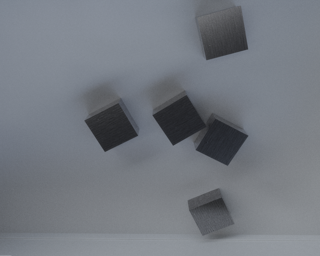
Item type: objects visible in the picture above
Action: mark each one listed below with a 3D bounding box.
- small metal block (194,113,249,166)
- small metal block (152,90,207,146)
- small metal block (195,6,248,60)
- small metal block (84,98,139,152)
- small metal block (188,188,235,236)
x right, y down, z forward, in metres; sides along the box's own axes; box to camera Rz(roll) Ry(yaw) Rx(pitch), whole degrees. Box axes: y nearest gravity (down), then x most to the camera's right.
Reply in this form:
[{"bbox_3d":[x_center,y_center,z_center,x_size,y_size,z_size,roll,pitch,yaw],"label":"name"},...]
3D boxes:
[{"bbox_3d":[0.081,0.015,0.417,0.050,0.025,0.050,27,108,-10],"label":"small metal block"},{"bbox_3d":[0.025,-0.013,0.407,0.050,0.025,0.050,-31,108,10],"label":"small metal block"},{"bbox_3d":[0.073,-0.113,0.370,0.050,0.025,0.050,-14,110,5],"label":"small metal block"},{"bbox_3d":[-0.062,-0.004,0.409,0.050,0.025,0.050,-26,108,9],"label":"small metal block"},{"bbox_3d":[0.075,0.124,0.458,0.050,0.025,0.050,-24,109,8],"label":"small metal block"}]
